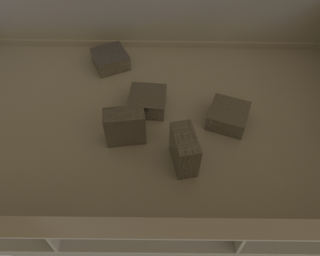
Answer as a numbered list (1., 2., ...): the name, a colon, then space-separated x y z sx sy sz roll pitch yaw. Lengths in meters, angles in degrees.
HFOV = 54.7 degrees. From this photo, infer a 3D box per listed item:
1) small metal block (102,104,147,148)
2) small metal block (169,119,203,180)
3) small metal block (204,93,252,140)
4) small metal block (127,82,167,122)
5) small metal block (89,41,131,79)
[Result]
1. small metal block: -0.044 -0.002 0.390 0.050 0.050 0.025 -6 51 -5
2. small metal block: 0.029 0.026 0.367 0.025 0.050 0.050 -9 51 -7
3. small metal block: 0.092 -0.016 0.420 0.050 0.025 0.050 16 52 13
4. small metal block: -0.018 -0.038 0.437 0.050 0.025 0.050 4 50 3
5. small metal block: -0.080 -0.110 0.497 0.050 0.025 0.050 -20 53 -16
